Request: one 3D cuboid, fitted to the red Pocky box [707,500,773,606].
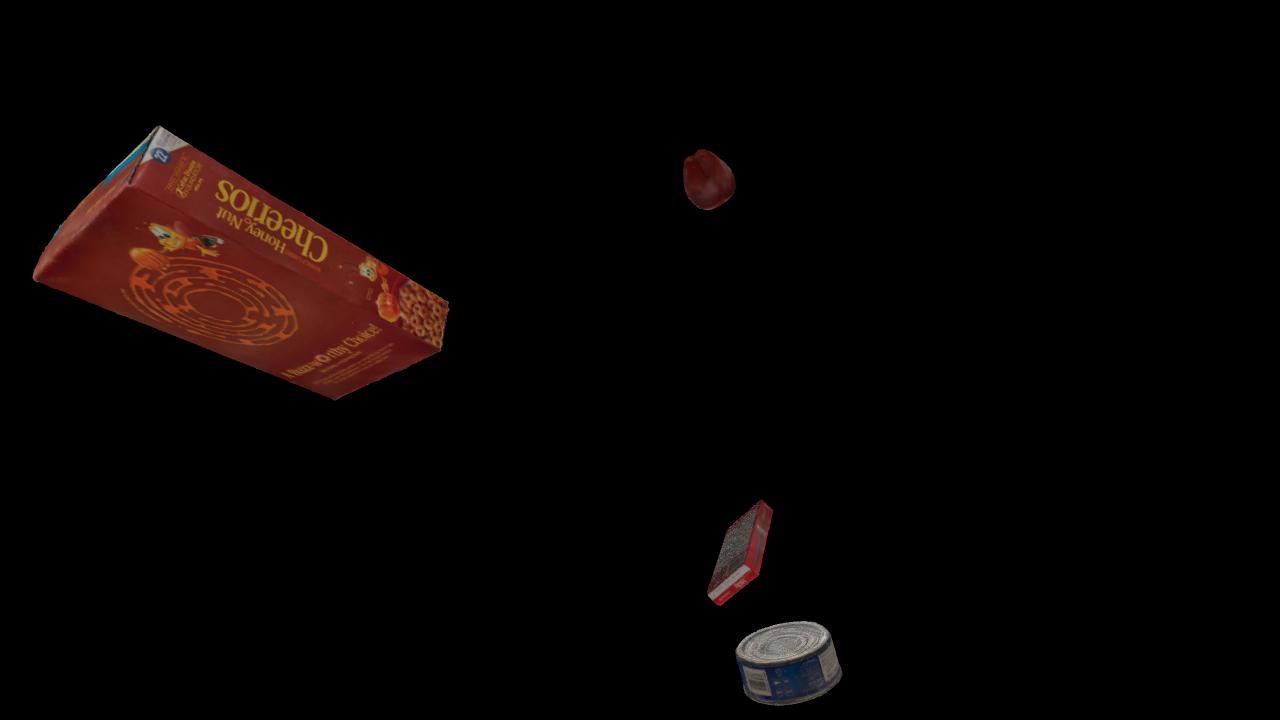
[{"bbox_3d":[0.144,0.267,0.867,0.028,0.083,0.155,40,28,2],"label":"red Pocky box"}]

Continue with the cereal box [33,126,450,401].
[{"bbox_3d":[-0.383,-0.071,0.629,0.203,0.081,0.306,-21,-37,28],"label":"cereal box"}]

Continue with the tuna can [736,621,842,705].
[{"bbox_3d":[0.124,0.254,0.522,0.084,0.034,0.084,-15,-5,-1],"label":"tuna can"}]

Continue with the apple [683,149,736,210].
[{"bbox_3d":[0.107,-0.285,0.979,0.079,0.093,0.079,-27,29,16],"label":"apple"}]
